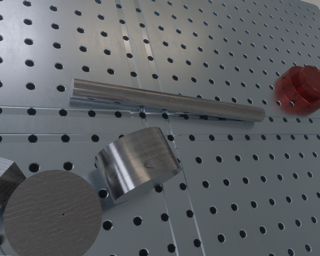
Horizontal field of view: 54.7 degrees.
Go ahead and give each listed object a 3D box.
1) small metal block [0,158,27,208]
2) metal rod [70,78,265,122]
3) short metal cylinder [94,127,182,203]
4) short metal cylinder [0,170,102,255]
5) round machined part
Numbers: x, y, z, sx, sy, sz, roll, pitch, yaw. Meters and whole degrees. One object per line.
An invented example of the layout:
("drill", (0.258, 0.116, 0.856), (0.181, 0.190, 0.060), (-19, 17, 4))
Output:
("small metal block", (-0.160, 0.051, 0.276), (0.050, 0.025, 0.050), (12, 48, 21))
("metal rod", (0.028, -0.035, 0.444), (0.302, 0.025, 0.025), (6, 59, -25))
("short metal cylinder", (-0.023, 0.041, 0.336), (0.081, 0.080, 0.050), (-17, 71, -35))
("short metal cylinder", (-0.100, 0.083, 0.281), (0.081, 0.050, 0.080), (15, 60, -27))
("round machined part", (0.291, -0.083, 0.605), (0.099, 0.042, 0.098), (14, 56, -21))
